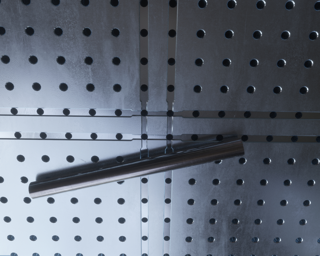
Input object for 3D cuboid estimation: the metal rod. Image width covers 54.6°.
[{"bbox_3d":[-0.035,0.057,0.434,0.301,0.025,0.025,-12,110,4],"label":"metal rod"}]
